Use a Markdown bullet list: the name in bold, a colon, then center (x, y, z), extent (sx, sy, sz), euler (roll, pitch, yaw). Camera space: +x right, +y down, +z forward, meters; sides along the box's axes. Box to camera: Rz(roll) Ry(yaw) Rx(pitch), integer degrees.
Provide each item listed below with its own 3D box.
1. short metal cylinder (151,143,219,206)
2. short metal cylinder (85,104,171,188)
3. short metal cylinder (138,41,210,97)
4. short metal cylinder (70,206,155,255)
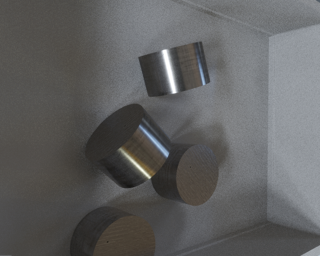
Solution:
- **short metal cylinder**: center (0.034, 0.061, 0.422), extent (0.081, 0.050, 0.079), euler (0, 90, -40)
- **short metal cylinder**: center (-0.035, 0.019, 0.343), extent (0.050, 0.080, 0.080), euler (49, 61, -30)
- **short metal cylinder**: center (0.018, -0.074, 0.388), extent (0.081, 0.080, 0.050), euler (-24, 105, -38)
- **short metal cylinder**: center (-0.052, 0.134, 0.349), extent (0.081, 0.050, 0.079), euler (0, 90, -40)
